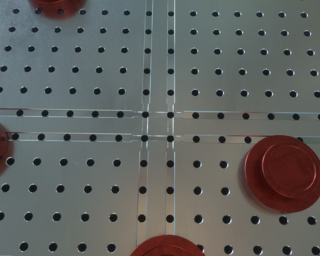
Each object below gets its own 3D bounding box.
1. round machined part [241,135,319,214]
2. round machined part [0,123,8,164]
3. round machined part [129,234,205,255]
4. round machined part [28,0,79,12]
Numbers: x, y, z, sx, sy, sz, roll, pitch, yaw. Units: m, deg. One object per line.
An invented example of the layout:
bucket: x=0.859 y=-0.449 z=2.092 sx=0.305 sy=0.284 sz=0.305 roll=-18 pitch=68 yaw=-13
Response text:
round machined part: x=0.155 y=0.055 z=0.384 sx=0.099 sy=0.042 sz=0.098 roll=0 pitch=70 yaw=0
round machined part: x=-0.253 y=0.020 z=0.394 sx=0.099 sy=0.042 sz=0.098 roll=0 pitch=70 yaw=0
round machined part: x=0.008 y=0.169 z=0.340 sx=0.099 sy=0.042 sz=0.098 roll=0 pitch=69 yaw=1
round machined part: x=-0.172 y=-0.236 z=0.488 sx=0.099 sy=0.042 sz=0.098 roll=0 pitch=70 yaw=0
